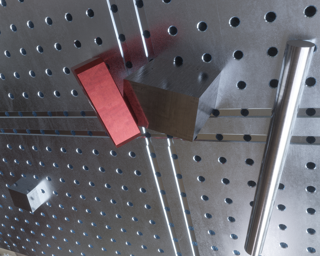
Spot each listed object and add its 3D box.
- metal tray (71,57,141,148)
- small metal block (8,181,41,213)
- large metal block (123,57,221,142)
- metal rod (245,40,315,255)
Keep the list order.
[{"bbox_3d":[-0.069,-0.036,0.367,0.090,0.030,0.130,64,170,-18],"label":"metal tray"},{"bbox_3d":[-0.281,0.143,0.644,0.050,0.025,0.050,12,123,21],"label":"small metal block"},{"bbox_3d":[0.015,-0.036,0.344,0.080,0.080,0.050,17,124,18],"label":"large metal block"},{"bbox_3d":[0.133,0.047,0.369,0.025,0.025,0.298,13,124,21],"label":"metal rod"}]
